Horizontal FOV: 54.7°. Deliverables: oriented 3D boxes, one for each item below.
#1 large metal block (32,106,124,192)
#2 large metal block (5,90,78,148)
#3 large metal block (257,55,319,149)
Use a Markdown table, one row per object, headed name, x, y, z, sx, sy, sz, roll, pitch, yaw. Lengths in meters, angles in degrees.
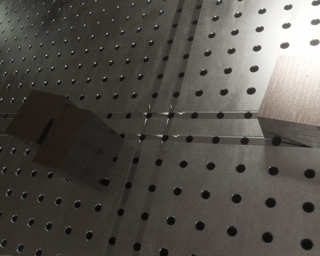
| name | x | y | z | sx | sy | sz | roll | pitch | yaw |
| --- | --- | --- | --- | --- | --- | --- | --- | --- | --- |
| large metal block | -0.103 | 0.028 | 0.408 | 0.050 | 0.080 | 0.080 | 10 | 67 | 32 |
| large metal block | -0.181 | -0.009 | 0.490 | 0.080 | 0.050 | 0.080 | 13 | 68 | 33 |
| large metal block | 0.158 | -0.027 | 0.326 | 0.080 | 0.050 | 0.080 | 12 | 68 | 33 |
